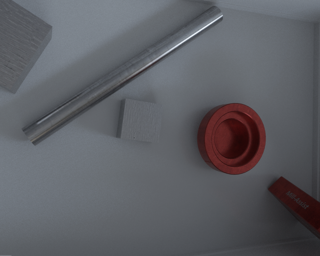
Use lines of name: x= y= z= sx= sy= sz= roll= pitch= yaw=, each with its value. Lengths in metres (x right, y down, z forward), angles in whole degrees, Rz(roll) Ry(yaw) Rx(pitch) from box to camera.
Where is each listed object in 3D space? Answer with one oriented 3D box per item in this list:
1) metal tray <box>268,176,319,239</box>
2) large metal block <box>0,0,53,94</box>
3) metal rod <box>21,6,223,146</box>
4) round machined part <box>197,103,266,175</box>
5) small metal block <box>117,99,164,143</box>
metal tray: x=0.219 y=0.128 z=0.436 sx=0.030 sy=0.130 sz=0.090 roll=-45 pitch=105 yaw=3
large metal block: x=-0.174 y=-0.094 z=0.333 sx=0.080 sy=0.050 sz=0.080 roll=32 pitch=80 yaw=-18
metal rod: x=-0.035 y=-0.076 z=0.398 sx=0.301 sy=0.025 sz=0.025 roll=-37 pitch=102 yaw=-17
round machined part: x=0.096 y=0.015 z=0.439 sx=0.099 sy=0.042 sz=0.097 roll=0 pitch=90 yaw=-21
small metal block: x=-0.026 y=-0.009 z=0.402 sx=0.050 sy=0.025 sz=0.050 roll=8 pitch=87 yaw=-20
